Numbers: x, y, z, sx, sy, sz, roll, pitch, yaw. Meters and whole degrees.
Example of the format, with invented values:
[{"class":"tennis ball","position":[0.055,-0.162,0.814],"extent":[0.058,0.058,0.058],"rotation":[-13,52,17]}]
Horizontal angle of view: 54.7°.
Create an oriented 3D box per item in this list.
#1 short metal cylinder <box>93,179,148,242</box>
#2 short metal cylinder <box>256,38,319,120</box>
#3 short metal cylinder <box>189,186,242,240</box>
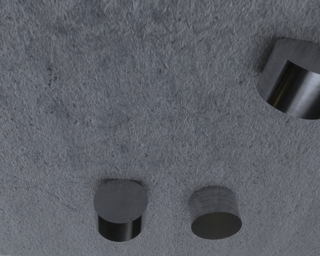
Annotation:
[{"class":"short metal cylinder","position":[-0.060,0.126,0.478],"extent":[0.081,0.080,0.050],"rotation":[4,130,-4]},{"class":"short metal cylinder","position":[0.150,-0.053,0.327],"extent":[0.081,0.080,0.050],"rotation":[8,130,-7]},{"class":"short metal cylinder","position":[0.090,0.140,0.511],"extent":[0.081,0.050,0.079],"rotation":[0,130,0]}]
